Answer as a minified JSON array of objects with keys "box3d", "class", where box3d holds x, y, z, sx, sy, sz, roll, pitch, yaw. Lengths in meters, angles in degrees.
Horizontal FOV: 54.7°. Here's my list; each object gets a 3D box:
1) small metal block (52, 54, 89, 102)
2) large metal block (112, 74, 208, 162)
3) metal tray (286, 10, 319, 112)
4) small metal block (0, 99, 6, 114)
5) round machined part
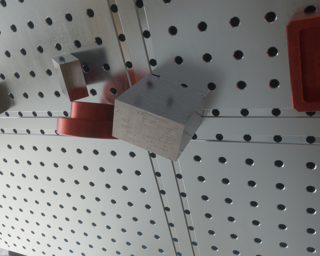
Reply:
[{"box3d":[-0.120,-0.068,0.414,0.050,0.025,0.050,36,142,54],"class":"small metal block"},{"box3d":[0.001,-0.016,0.364,0.080,0.080,0.050,21,126,15],"class":"large metal block"},{"box3d":[0.185,-0.063,0.271,0.130,0.030,0.089,-2,118,28],"class":"metal tray"},{"box3d":[-0.306,-0.046,0.541,0.050,0.025,0.050,0,118,28],"class":"small metal block"},{"box3d":[-0.083,-0.011,0.408,0.098,0.098,0.042,6,92,25],"class":"round machined part"}]
